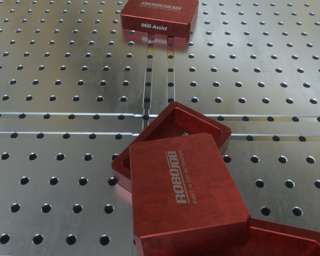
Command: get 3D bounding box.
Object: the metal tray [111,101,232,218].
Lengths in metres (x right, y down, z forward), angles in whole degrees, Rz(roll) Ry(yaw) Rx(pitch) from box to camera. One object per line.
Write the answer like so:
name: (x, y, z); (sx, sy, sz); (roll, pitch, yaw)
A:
metal tray: (0.017, 0.031, 0.378); (0.090, 0.030, 0.131); (29, 56, 22)

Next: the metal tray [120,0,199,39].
metal tray: (0.001, -0.216, 0.586); (0.130, 0.030, 0.090); (11, 51, 9)

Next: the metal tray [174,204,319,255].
metal tray: (0.075, 0.123, 0.261); (0.131, 0.030, 0.090); (10, 51, 8)

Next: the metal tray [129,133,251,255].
metal tray: (0.020, 0.055, 0.293); (0.091, 0.030, 0.130); (-8, 31, -3)

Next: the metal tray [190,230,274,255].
metal tray: (0.051, 0.155, 0.274); (0.131, 0.030, 0.090); (-18, 52, -15)
